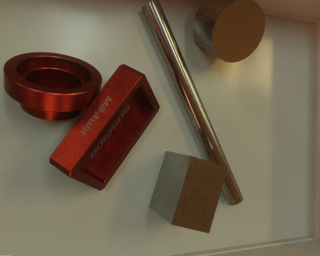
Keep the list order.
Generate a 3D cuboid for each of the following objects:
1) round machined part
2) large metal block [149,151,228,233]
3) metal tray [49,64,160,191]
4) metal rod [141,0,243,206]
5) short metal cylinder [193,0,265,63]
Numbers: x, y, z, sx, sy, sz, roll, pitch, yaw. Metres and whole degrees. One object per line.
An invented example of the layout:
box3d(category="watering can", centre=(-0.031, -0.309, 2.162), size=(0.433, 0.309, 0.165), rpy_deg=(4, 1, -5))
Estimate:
box3d(category="round machined part", centre=(-0.116, -0.043, 0.339), size=(0.099, 0.098, 0.042), rpy_deg=(4, 124, -20))
box3d(category="large metal block", centre=(0.033, 0.077, 0.395), size=(0.050, 0.080, 0.080), rpy_deg=(20, 84, -19))
box3d(category="metal tray", centre=(-0.056, 0.003, 0.356), size=(0.030, 0.090, 0.130), rpy_deg=(30, 77, 21))
box3d(category="metal rod", centre=(0.049, -0.028, 0.429), size=(0.025, 0.025, 0.299), rpy_deg=(-28, 99, -18))
box3d(category="short metal cylinder", centre=(0.091, -0.134, 0.415), size=(0.081, 0.050, 0.079), rpy_deg=(-13, 125, -20))
